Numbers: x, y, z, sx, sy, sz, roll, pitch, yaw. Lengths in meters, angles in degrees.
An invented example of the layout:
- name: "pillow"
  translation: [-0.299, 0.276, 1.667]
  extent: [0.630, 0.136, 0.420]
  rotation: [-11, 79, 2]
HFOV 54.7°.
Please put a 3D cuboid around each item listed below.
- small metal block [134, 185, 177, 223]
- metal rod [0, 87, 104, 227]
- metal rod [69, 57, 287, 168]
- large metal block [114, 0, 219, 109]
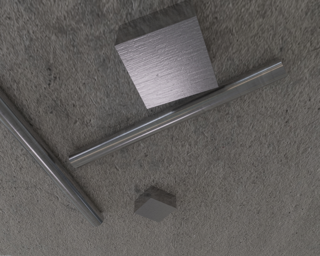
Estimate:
- name: "small metal block"
  translation: [-0.008, 0.127, 0.516]
  extent: [0.050, 0.025, 0.050]
  rotation: [28, 125, -22]
- name: "metal rod"
  translation: [-0.158, 0.055, 0.452]
  extent: [0.025, 0.025, 0.299]
  rotation: [-15, 129, 12]
- name: "metal rod"
  translation: [0.008, -0.011, 0.397]
  extent: [0.300, 0.025, 0.025]
  rotation: [-24, 126, 19]
- name: "large metal block"
  translation: [0.009, -0.076, 0.326]
  extent: [0.080, 0.050, 0.080]
  rotation: [-16, 129, 13]
